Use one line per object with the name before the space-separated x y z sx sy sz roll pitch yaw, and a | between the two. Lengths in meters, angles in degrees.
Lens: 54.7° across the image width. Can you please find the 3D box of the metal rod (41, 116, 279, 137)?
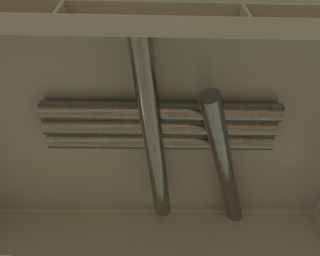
metal rod | 0.001 -0.002 0.405 0.302 0.025 0.025 1 130 -1

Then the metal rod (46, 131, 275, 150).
metal rod | 0.002 0.017 0.422 0.302 0.025 0.025 1 130 -1

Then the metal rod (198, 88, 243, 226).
metal rod | 0.093 0.063 0.436 0.025 0.025 0.299 -12 136 10

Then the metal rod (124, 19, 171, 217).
metal rod | -0.008 0.015 0.387 0.025 0.025 0.298 -4 130 3

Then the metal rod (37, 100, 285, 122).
metal rod | 0.003 -0.021 0.389 0.302 0.025 0.025 1 130 -1
